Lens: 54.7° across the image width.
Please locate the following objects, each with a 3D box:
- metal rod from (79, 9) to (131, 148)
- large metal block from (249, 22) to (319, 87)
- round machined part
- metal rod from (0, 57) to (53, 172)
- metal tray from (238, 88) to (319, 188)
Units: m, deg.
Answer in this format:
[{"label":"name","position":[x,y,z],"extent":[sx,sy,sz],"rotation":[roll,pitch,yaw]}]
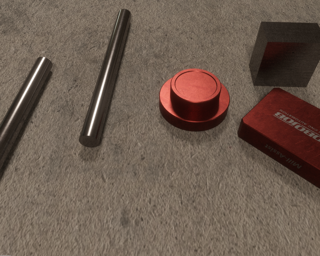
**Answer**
[{"label":"metal rod","position":[-0.077,-0.097,0.483],"extent":[0.025,0.025,0.300],"rotation":[4,50,3]},{"label":"large metal block","position":[0.185,-0.108,0.461],"extent":[0.081,0.080,0.050],"rotation":[2,50,1]},{"label":"round machined part","position":[0.048,-0.045,0.431],"extent":[0.099,0.042,0.098],"rotation":[0,50,0]},{"label":"metal rod","position":[-0.195,0.013,0.389],"extent":[0.025,0.025,0.300],"rotation":[4,50,3]},{"label":"metal tray","position":[0.179,0.009,0.395],"extent":[0.130,0.030,0.090],"rotation":[36,58,26]}]
